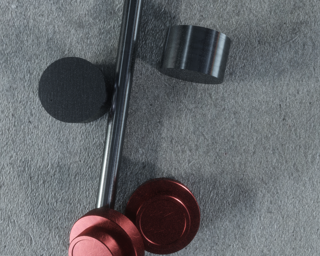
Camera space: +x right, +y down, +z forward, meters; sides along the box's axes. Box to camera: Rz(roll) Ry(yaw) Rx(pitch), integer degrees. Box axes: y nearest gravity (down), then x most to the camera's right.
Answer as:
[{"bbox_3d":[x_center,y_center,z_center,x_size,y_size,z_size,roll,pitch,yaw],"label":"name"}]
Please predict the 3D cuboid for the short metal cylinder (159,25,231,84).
[{"bbox_3d":[0.043,-0.088,0.383,0.080,0.080,0.050,11,90,-1],"label":"short metal cylinder"}]

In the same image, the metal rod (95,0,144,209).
[{"bbox_3d":[-0.052,-0.038,0.409,0.025,0.025,0.298,8,90,-1],"label":"metal rod"}]

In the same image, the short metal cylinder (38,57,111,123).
[{"bbox_3d":[-0.106,-0.046,0.396,0.081,0.050,0.079,0,90,-1],"label":"short metal cylinder"}]

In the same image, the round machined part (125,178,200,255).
[{"bbox_3d":[0.004,0.116,0.402,0.099,0.042,0.097,0,90,-1],"label":"round machined part"}]

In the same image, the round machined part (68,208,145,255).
[{"bbox_3d":[-0.072,0.153,0.381,0.098,0.042,0.097,5,104,22],"label":"round machined part"}]
